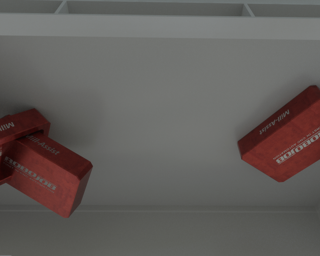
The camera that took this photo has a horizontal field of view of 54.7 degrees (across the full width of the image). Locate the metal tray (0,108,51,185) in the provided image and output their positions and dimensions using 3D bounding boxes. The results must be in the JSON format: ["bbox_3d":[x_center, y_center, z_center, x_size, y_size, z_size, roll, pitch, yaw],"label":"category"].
[{"bbox_3d":[-0.202,0.035,0.374,0.030,0.131,0.089,41,129,18],"label":"metal tray"}]

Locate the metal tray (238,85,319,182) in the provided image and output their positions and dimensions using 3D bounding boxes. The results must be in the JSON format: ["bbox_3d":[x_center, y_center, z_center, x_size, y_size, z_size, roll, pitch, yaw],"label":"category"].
[{"bbox_3d":[0.184,0.014,0.419,0.090,0.030,0.129,31,124,-24],"label":"metal tray"}]

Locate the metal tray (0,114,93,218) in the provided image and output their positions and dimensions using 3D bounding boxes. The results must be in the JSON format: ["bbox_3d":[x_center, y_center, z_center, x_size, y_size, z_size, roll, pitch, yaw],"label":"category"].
[{"bbox_3d":[-0.158,0.051,0.400,0.130,0.030,0.089,29,127,5],"label":"metal tray"}]
